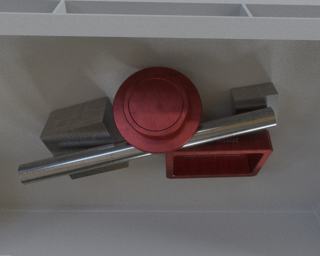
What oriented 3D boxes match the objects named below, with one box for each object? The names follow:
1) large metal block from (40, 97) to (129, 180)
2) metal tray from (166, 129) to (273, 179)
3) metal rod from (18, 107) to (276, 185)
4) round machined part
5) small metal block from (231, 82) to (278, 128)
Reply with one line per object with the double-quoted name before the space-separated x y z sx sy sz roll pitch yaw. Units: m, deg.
"large metal block" -0.091 0.015 0.401 0.080 0.050 0.080 -14 129 11
"metal tray" 0.073 0.037 0.418 0.131 0.030 0.090 -2 150 0
"metal rod" -0.015 0.021 0.366 0.302 0.025 0.025 -13 130 1
"round machined part" -0.003 -0.021 0.339 0.099 0.097 0.042 -4 171 2
"small metal block" 0.118 -0.025 0.387 0.050 0.025 0.050 -9 130 7
